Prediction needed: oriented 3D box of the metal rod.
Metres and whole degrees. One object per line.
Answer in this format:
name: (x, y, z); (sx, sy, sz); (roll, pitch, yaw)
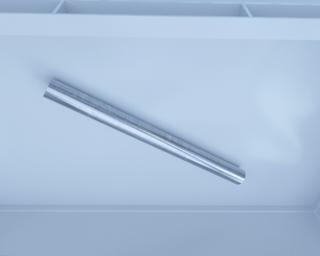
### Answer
metal rod: (-0.005, 0.014, 0.418); (0.302, 0.025, 0.025); (26, 125, -21)
